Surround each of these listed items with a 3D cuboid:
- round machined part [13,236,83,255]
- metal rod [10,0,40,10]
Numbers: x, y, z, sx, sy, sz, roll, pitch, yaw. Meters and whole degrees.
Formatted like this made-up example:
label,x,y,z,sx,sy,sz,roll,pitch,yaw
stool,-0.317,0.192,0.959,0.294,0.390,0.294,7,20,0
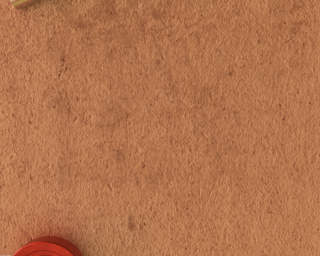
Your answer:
label,x,y,z,sx,sy,sz,roll,pitch,yaw
round machined part,-0.142,0.188,0.400,0.099,0.042,0.097,0,90,-1
metal rod,-0.058,-0.232,0.409,0.301,0.025,0.025,-26,90,-1
